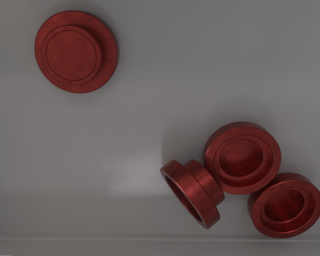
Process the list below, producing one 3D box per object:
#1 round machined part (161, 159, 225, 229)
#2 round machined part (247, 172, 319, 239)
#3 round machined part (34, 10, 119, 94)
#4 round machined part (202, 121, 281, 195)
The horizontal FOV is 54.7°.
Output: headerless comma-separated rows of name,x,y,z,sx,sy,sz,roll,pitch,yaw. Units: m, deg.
round machined part,0.047,0.080,0.407,0.042,0.098,0.098,-37,108,-11
round machined part,0.172,0.105,0.440,0.099,0.042,0.097,-1,113,-3
round machined part,-0.100,-0.088,0.369,0.099,0.042,0.097,0,110,0
round machined part,0.106,0.037,0.417,0.099,0.042,0.097,0,110,0
